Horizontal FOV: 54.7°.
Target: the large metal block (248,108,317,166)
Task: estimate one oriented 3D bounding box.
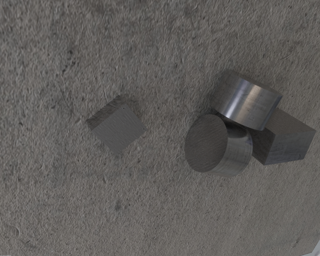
[{"bbox_3d":[0.168,0.009,0.469,0.081,0.080,0.050,-4,120,-27],"label":"large metal block"}]

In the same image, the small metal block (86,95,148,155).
[{"bbox_3d":[-0.052,-0.003,0.377,0.050,0.025,0.050,-39,130,-2],"label":"small metal block"}]

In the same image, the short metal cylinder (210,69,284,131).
[{"bbox_3d":[0.113,-0.038,0.410,0.081,0.080,0.050,12,112,-33],"label":"short metal cylinder"}]

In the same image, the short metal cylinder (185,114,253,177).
[{"bbox_3d":[0.080,0.026,0.431,0.050,0.080,0.080,16,110,-35],"label":"short metal cylinder"}]
